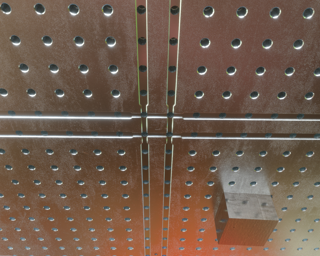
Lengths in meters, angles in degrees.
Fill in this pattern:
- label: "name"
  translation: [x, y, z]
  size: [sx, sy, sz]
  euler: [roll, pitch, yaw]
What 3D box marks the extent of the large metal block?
- label: "large metal block"
  translation: [0.144, 0.157, 0.530]
  size: [0.080, 0.050, 0.080]
  euler: [4, 130, -4]
